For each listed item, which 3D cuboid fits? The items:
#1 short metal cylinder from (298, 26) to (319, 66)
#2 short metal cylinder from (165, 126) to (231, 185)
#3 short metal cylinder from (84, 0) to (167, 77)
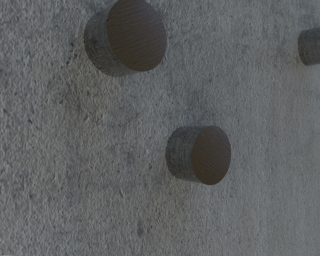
[{"bbox_3d":[0.346,-0.180,0.677,0.081,0.050,0.080,0,90,-40],"label":"short metal cylinder"},{"bbox_3d":[0.054,0.037,0.434,0.081,0.050,0.080,0,90,-40],"label":"short metal cylinder"},{"bbox_3d":[-0.039,-0.101,0.355,0.081,0.050,0.080,0,90,-40],"label":"short metal cylinder"}]
